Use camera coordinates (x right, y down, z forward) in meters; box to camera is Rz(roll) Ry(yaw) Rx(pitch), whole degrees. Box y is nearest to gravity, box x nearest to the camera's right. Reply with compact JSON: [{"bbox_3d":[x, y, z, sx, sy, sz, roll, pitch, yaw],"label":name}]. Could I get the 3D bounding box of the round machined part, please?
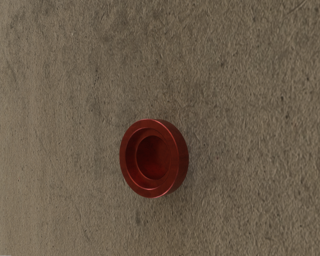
[{"bbox_3d":[-0.003,0.037,0.396,0.098,0.042,0.097,0,90,39],"label":"round machined part"}]
